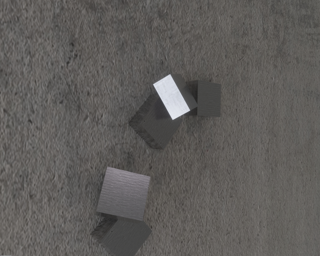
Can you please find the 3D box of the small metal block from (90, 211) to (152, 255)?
[{"bbox_3d":[-0.045,0.124,0.367,0.050,0.025,0.050,-48,119,-29],"label":"small metal block"}]

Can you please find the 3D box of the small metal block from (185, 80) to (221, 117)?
[{"bbox_3d":[0.064,-0.042,0.458,0.050,0.025,0.050,2,89,-40],"label":"small metal block"}]

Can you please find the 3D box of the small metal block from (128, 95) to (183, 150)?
[{"bbox_3d":[-0.005,-0.008,0.400,0.050,0.025,0.050,49,61,-29],"label":"small metal block"}]

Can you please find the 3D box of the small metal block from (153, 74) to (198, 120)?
[{"bbox_3d":[0.022,-0.042,0.399,0.050,0.025,0.050,61,21,0],"label":"small metal block"}]

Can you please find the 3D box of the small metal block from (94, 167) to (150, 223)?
[{"bbox_3d":[-0.042,0.076,0.349,0.050,0.025,0.050,15,63,-11],"label":"small metal block"}]
